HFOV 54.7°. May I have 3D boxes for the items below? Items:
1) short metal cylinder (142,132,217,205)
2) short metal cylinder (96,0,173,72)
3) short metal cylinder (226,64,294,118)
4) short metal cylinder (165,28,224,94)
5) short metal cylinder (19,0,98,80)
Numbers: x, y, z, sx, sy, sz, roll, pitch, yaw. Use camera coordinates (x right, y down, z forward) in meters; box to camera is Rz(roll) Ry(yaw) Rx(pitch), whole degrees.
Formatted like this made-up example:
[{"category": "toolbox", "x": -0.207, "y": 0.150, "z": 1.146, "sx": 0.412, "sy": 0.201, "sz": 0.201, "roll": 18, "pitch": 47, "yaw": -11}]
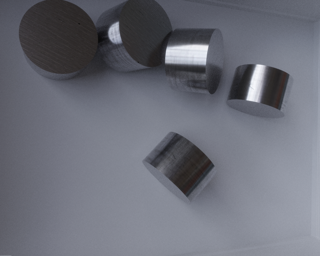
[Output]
[{"category": "short metal cylinder", "x": 0.024, "y": 0.050, "z": 0.391, "sx": 0.050, "sy": 0.080, "sz": 0.080, "roll": -47, "pitch": 105, "yaw": -14}, {"category": "short metal cylinder", "x": -0.030, "y": -0.110, "z": 0.373, "sx": 0.081, "sy": 0.050, "sz": 0.079, "roll": -1, "pitch": 92, "yaw": -42}, {"category": "short metal cylinder", "x": 0.139, "y": -0.050, "z": 0.434, "sx": 0.081, "sy": 0.080, "sz": 0.050, "roll": 19, "pitch": 84, "yaw": -20}, {"category": "short metal cylinder", "x": 0.046, "y": -0.085, "z": 0.393, "sx": 0.050, "sy": 0.080, "sz": 0.080, "roll": 9, "pitch": 86, "yaw": 24}, {"category": "short metal cylinder", "x": -0.116, "y": -0.098, "z": 0.355, "sx": 0.081, "sy": 0.050, "sz": 0.079, "roll": 0, "pitch": 90, "yaw": -20}]
